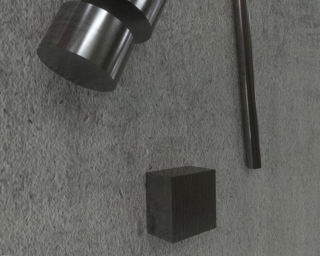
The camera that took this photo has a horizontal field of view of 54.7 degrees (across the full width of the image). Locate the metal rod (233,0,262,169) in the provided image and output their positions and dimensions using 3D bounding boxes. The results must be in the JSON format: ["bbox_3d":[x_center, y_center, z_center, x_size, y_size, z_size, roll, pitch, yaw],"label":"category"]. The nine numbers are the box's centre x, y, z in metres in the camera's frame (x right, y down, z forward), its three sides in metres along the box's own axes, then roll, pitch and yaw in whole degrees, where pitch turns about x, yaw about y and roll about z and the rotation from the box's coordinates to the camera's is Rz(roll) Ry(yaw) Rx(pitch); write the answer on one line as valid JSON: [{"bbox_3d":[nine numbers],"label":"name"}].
[{"bbox_3d":[0.150,-0.079,0.529,0.025,0.025,0.298,-11,97,-40],"label":"metal rod"}]

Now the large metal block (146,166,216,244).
[{"bbox_3d":[0.029,0.097,0.413,0.081,0.050,0.079,-2,92,-40],"label":"large metal block"}]

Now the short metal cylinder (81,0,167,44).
[{"bbox_3d":[-0.037,-0.138,0.337,0.080,0.080,0.050,34,69,-35],"label":"short metal cylinder"}]

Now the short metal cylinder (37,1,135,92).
[{"bbox_3d":[-0.072,-0.078,0.308,0.080,0.080,0.050,32,70,-36],"label":"short metal cylinder"}]
